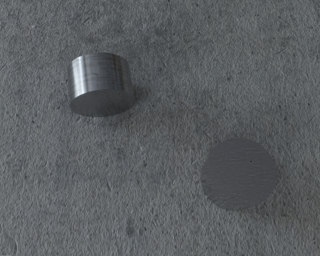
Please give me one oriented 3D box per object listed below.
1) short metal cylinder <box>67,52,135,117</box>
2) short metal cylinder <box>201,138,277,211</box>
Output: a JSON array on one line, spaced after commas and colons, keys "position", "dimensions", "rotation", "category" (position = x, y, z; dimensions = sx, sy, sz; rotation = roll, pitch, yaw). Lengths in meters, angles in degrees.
[{"position": [-0.076, -0.053, 0.398], "dimensions": [0.081, 0.080, 0.050], "rotation": [-9, 70, -3], "category": "short metal cylinder"}, {"position": [0.092, 0.057, 0.374], "dimensions": [0.081, 0.050, 0.080], "rotation": [0, 70, 0], "category": "short metal cylinder"}]
